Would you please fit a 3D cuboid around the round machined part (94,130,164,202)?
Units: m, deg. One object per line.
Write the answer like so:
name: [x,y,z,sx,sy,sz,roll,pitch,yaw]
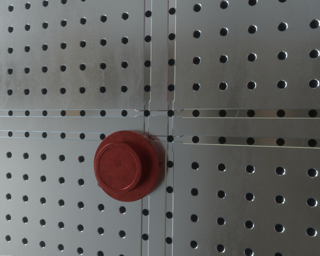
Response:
round machined part: [-0.048,0.052,0.421,0.098,0.042,0.097,0,90,20]
